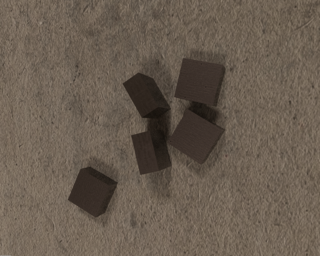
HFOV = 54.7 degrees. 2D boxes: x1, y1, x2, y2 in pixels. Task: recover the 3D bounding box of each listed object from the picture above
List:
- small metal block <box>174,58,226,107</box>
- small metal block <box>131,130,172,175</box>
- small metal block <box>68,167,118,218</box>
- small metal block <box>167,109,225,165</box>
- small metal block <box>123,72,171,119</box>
[{"bbox_3d":[0.050,-0.057,0.391,0.050,0.025,0.050,14,95,19],"label":"small metal block"},{"bbox_3d":[-0.010,0.030,0.398,0.025,0.050,0.050,-15,85,19],"label":"small metal block"},{"bbox_3d":[-0.096,0.090,0.441,0.050,0.025,0.050,26,98,17],"label":"small metal block"},{"bbox_3d":[0.046,0.010,0.392,0.050,0.025,0.050,33,100,16],"label":"small metal block"},{"bbox_3d":[-0.016,-0.040,0.400,0.025,0.050,0.050,-33,80,17],"label":"small metal block"}]
